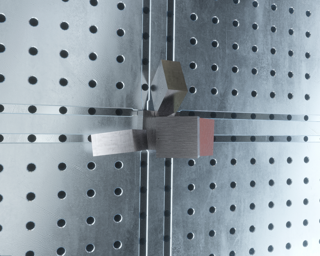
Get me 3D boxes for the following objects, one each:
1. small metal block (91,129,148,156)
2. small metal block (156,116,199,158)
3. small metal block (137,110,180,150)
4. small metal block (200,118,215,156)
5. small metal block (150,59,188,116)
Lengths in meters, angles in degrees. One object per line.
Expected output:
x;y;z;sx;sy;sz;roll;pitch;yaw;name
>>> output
-0.047;0.017;0.371;0.050;0.050;0.025;-7;87;15;small metal block
0.023;0.011;0.382;0.050;0.025;0.050;0;90;13;small metal block
-0.003;0.003;0.412;0.050;0.025;0.050;3;89;-20;small metal block
0.049;0.012;0.419;0.050;0.025;0.050;4;88;-51;small metal block
0.010;-0.049;0.392;0.025;0.050;0.050;3;53;-19;small metal block
